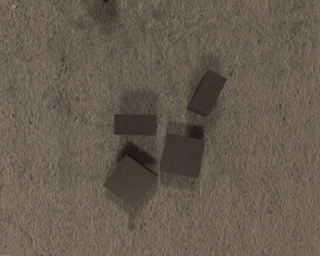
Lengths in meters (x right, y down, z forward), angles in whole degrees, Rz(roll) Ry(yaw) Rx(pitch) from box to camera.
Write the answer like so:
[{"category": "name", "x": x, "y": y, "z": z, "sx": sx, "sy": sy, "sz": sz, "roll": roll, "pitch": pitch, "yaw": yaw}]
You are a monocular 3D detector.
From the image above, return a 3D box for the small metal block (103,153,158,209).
[{"category": "small metal block", "x": -0.038, "y": 0.069, "z": 0.410, "sx": 0.050, "sy": 0.025, "sz": 0.050, "roll": 37, "pitch": 90, "yaw": -1}]

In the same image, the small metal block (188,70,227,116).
[{"category": "small metal block", "x": 0.059, "y": -0.043, "z": 0.398, "sx": 0.025, "sy": 0.050, "sz": 0.050, "roll": 26, "pitch": 90, "yaw": 0}]

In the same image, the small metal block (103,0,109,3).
[{"category": "small metal block", "x": -0.081, "y": -0.197, "z": 0.396, "sx": 0.025, "sy": 0.050, "sz": 0.050, "roll": -40, "pitch": 91, "yaw": 0}]

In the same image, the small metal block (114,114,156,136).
[{"category": "small metal block", "x": -0.030, "y": -0.004, "z": 0.397, "sx": 0.050, "sy": 0.050, "sz": 0.025, "roll": 1, "pitch": 90, "yaw": -1}]

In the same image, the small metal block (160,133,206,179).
[{"category": "small metal block", "x": 0.029, "y": 0.036, "z": 0.410, "sx": 0.050, "sy": 0.025, "sz": 0.050, "roll": 11, "pitch": 90, "yaw": -1}]
